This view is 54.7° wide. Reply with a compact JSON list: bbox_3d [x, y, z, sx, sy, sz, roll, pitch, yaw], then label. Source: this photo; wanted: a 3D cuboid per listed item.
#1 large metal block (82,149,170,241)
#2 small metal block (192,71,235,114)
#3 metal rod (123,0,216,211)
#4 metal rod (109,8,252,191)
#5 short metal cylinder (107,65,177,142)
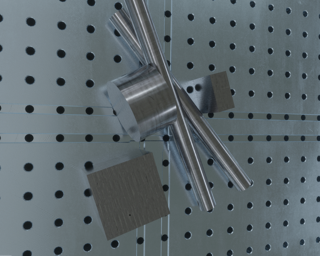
[{"bbox_3d":[-0.043,0.078,0.384,0.081,0.050,0.080,-18,96,-20],"label":"large metal block"},{"bbox_3d":[0.073,-0.048,0.428,0.025,0.050,0.050,-17,96,-20],"label":"small metal block"},{"bbox_3d":[0.017,-0.024,0.400,0.025,0.025,0.298,-26,106,-18],"label":"metal rod"},{"bbox_3d":[0.035,-0.030,0.426,0.025,0.025,0.300,-42,104,-15],"label":"metal rod"},{"bbox_3d":[-0.023,-0.030,0.376,0.050,0.080,0.080,-28,100,-18],"label":"short metal cylinder"}]
